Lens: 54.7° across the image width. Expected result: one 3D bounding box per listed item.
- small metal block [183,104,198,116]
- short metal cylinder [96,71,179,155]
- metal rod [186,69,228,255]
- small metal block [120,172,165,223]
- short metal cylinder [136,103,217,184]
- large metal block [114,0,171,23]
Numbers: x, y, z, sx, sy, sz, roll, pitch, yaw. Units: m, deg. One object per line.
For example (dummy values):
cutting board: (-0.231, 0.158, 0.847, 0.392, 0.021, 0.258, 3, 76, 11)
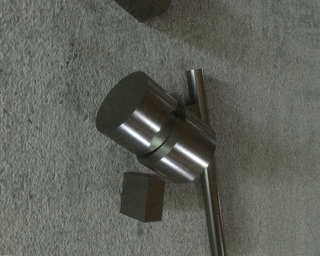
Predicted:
small metal block: (0.028, -0.004, 0.428, 0.050, 0.025, 0.050, -15, 100, -39)
short metal cylinder: (-0.026, -0.016, 0.347, 0.050, 0.080, 0.080, 38, 67, -33)
metal rod: (0.072, 0.063, 0.464, 0.025, 0.025, 0.298, -14, 99, -39)
small metal block: (-0.021, 0.081, 0.371, 0.025, 0.050, 0.050, 9, 85, -40)
short metal cylinder: (0.018, 0.018, 0.358, 0.050, 0.080, 0.080, 35, 69, -29)
large metal block: (-0.024, -0.188, 0.368, 0.080, 0.050, 0.080, 31, 71, -36)
